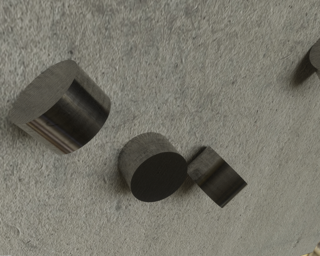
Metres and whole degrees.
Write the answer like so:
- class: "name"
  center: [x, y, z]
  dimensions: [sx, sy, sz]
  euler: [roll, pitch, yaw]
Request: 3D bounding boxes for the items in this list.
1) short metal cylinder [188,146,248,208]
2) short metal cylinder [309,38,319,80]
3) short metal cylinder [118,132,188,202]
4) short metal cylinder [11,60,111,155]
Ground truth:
- class: "short metal cylinder"
  center: [0.083, 0.072, 0.461]
  dimensions: [0.050, 0.080, 0.080]
  euler: [-45, 129, 3]
- class: "short metal cylinder"
  center: [0.271, -0.101, 0.456]
  dimensions: [0.080, 0.080, 0.050]
  euler: [-47, 129, 5]
- class: "short metal cylinder"
  center: [-0.010, 0.052, 0.417]
  dimensions: [0.081, 0.050, 0.079]
  euler: [-14, 124, -21]
- class: "short metal cylinder"
  center: [-0.096, -0.021, 0.306]
  dimensions: [0.080, 0.080, 0.050]
  euler: [-41, 129, 0]
